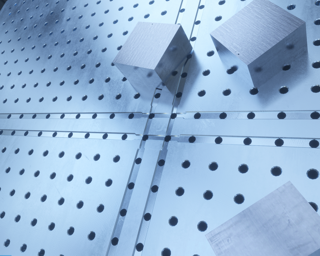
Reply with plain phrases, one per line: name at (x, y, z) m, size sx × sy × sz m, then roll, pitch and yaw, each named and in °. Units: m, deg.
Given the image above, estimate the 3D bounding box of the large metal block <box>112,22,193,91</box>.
large metal block at (-0.010, -0.110, 0.466) m, size 0.080 × 0.050 × 0.080 m, roll 18°, pitch 71°, yaw 35°

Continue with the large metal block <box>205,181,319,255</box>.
large metal block at (0.096, 0.099, 0.262) m, size 0.080 × 0.080 × 0.050 m, roll -35°, pitch 51°, yaw 5°

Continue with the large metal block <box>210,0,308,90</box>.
large metal block at (0.124, -0.109, 0.394) m, size 0.080 × 0.050 × 0.080 m, roll -37°, pitch 51°, yaw 3°
